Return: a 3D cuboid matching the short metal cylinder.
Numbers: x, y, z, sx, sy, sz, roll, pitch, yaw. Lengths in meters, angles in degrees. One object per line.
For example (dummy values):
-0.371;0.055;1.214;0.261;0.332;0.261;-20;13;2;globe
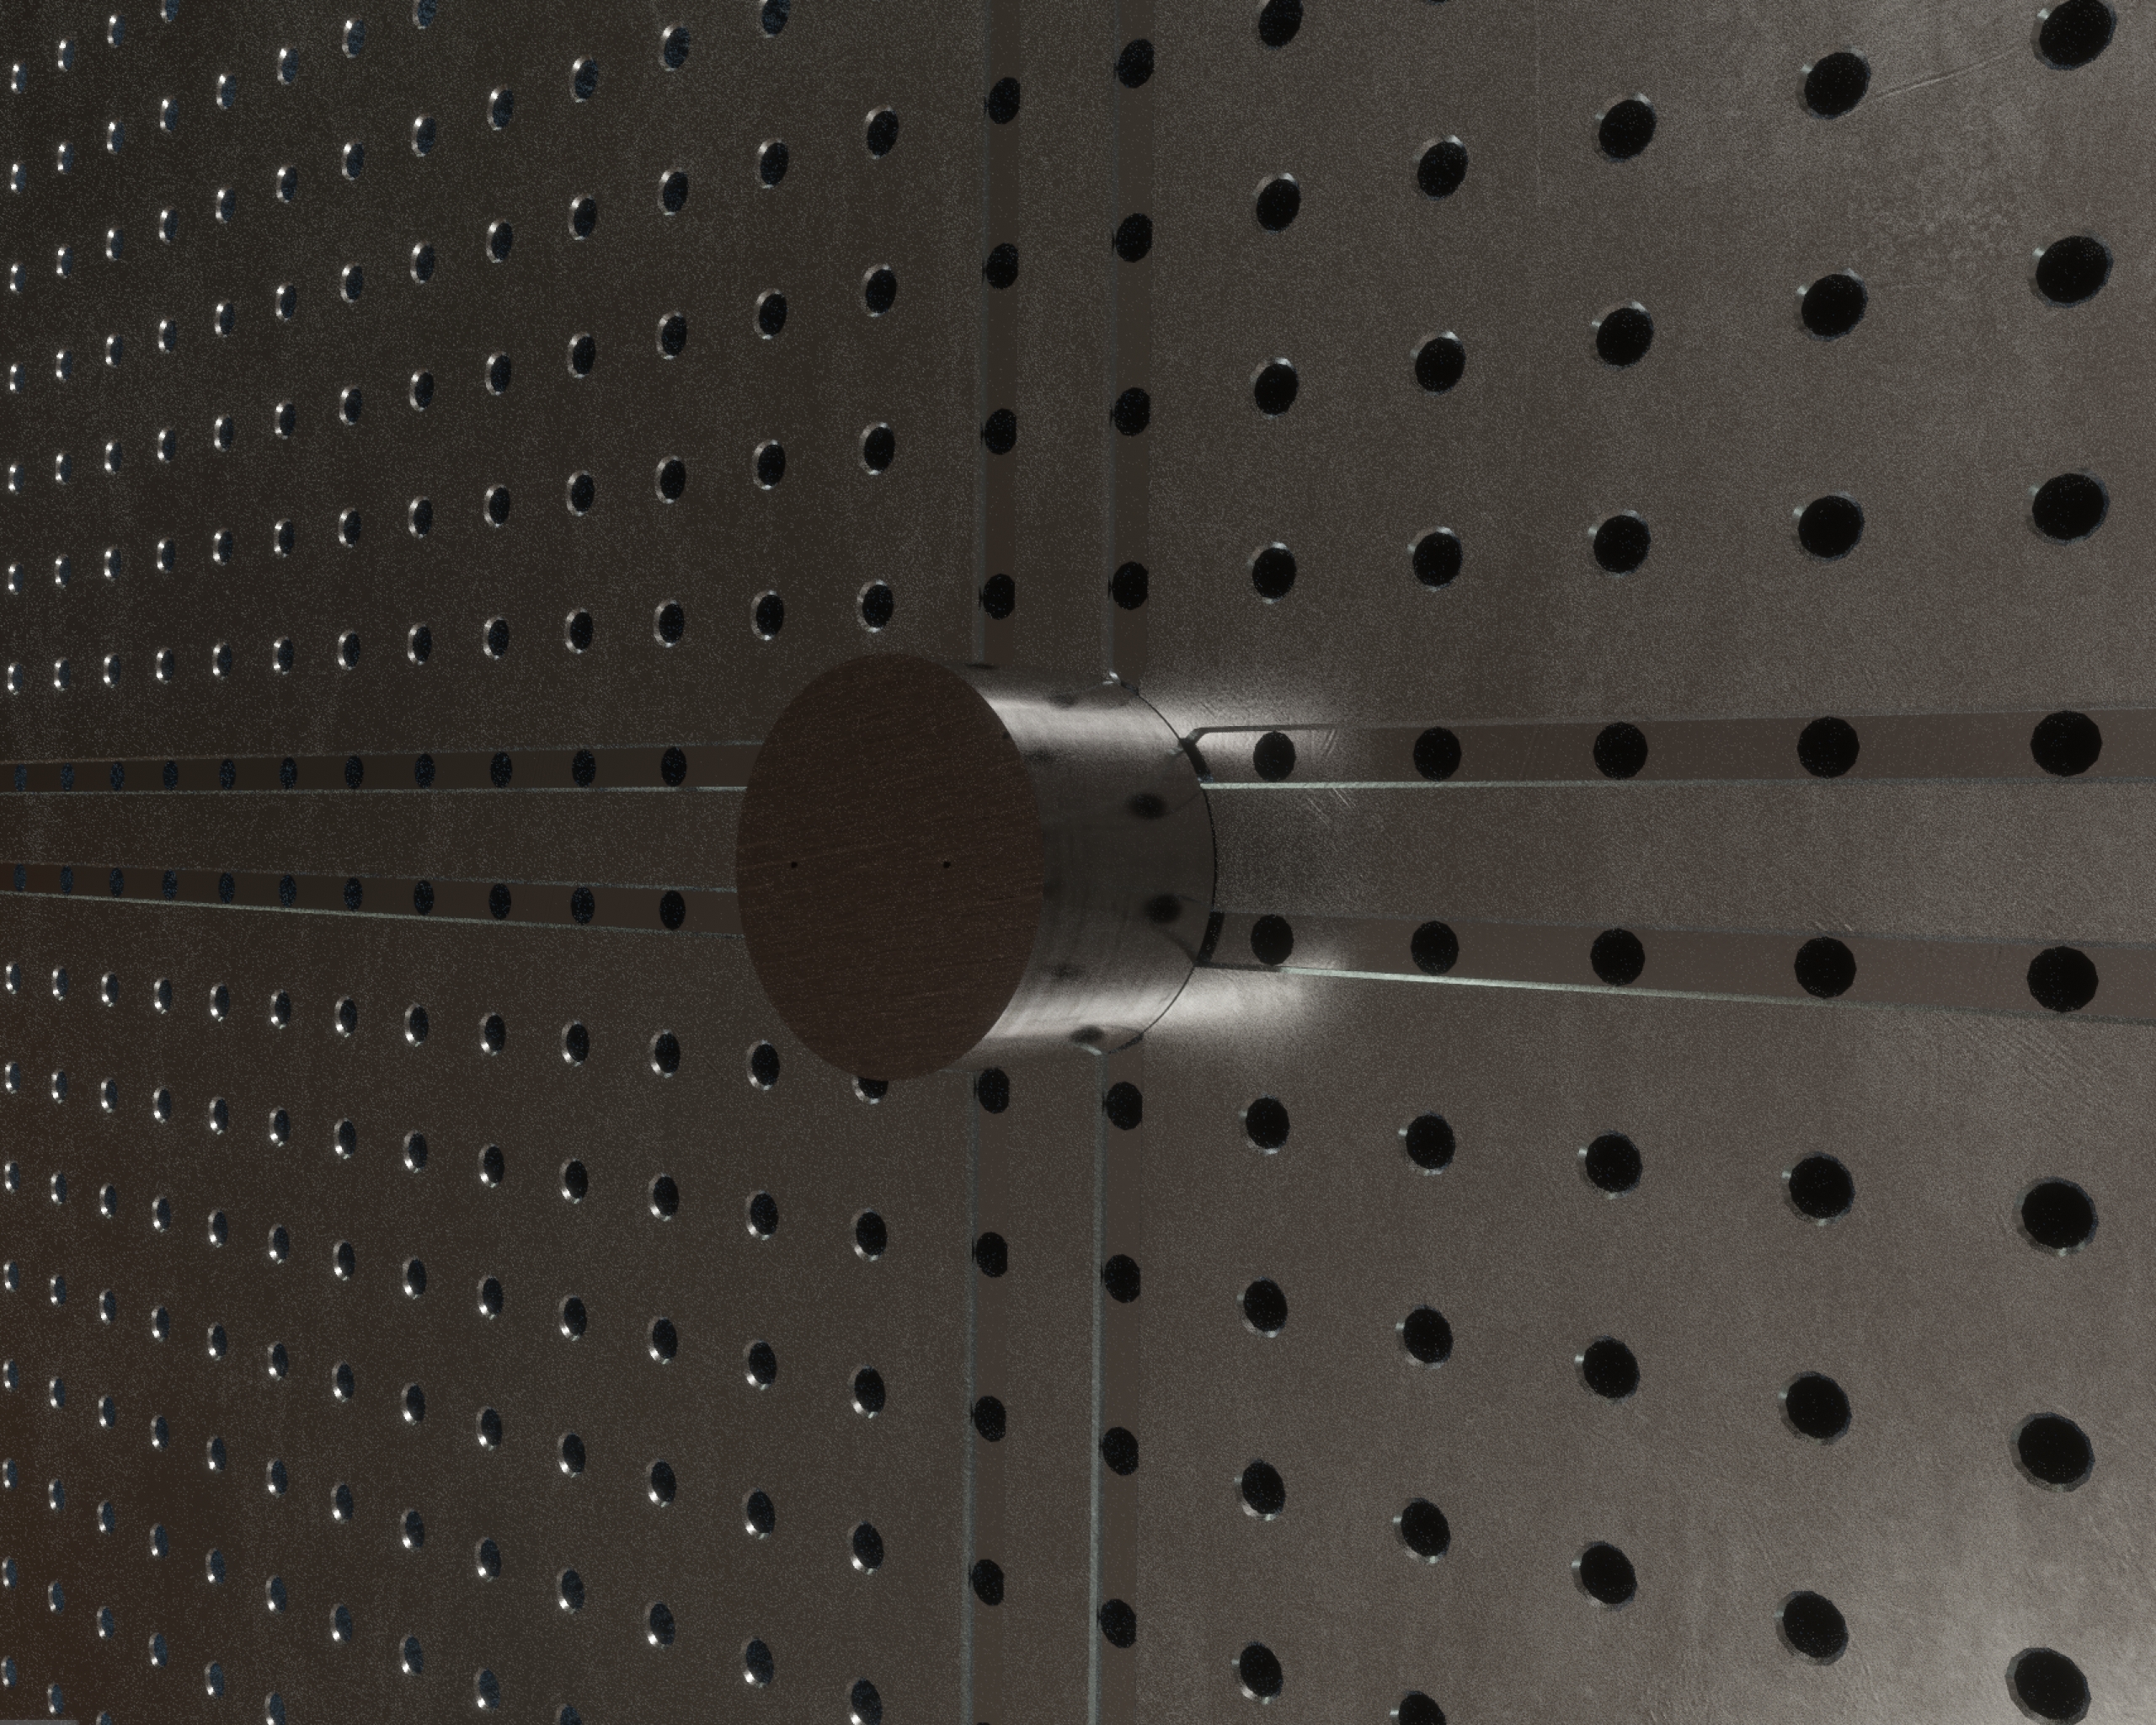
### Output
-0.021;0.001;0.407;0.080;0.050;0.079;0;90;39;short metal cylinder
